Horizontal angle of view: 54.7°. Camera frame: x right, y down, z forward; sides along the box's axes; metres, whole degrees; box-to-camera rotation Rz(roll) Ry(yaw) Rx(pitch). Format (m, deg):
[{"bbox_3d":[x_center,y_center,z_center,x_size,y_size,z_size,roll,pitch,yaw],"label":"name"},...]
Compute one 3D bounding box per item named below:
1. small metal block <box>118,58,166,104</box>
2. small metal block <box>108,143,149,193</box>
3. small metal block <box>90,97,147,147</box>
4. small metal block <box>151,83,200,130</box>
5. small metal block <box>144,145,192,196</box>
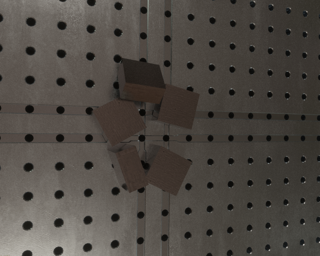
[{"bbox_3d":[-0.024,-0.059,0.390,0.050,0.025,0.050,7,44,-20],"label":"small metal block"},{"bbox_3d":[-0.041,0.048,0.385,0.025,0.050,0.050,-20,97,-19],"label":"small metal block"},{"bbox_3d":[-0.053,-0.011,0.394,0.050,0.025,0.050,-30,100,-18],"label":"small metal block"},{"bbox_3d":[0.021,-0.028,0.422,0.050,0.025,0.050,15,85,-20],"label":"small metal block"},{"bbox_3d":[0.007,0.057,0.416,0.050,0.025,0.050,29,80,-18],"label":"small metal block"}]
